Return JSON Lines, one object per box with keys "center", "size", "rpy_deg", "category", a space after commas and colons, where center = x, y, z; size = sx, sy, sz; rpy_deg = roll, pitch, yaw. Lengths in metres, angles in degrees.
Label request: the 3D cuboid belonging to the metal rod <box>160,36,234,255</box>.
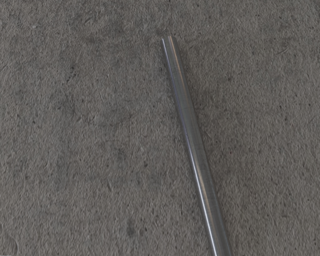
{"center": [0.042, 0.011, 0.404], "size": [0.025, 0.025, 0.299], "rpy_deg": [-11, 70, -4], "category": "metal rod"}
